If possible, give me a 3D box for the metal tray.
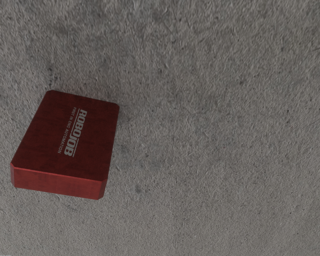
[{"bbox_3d":[-0.098,0.013,0.348,0.091,0.130,0.030,12,129,-10],"label":"metal tray"}]
